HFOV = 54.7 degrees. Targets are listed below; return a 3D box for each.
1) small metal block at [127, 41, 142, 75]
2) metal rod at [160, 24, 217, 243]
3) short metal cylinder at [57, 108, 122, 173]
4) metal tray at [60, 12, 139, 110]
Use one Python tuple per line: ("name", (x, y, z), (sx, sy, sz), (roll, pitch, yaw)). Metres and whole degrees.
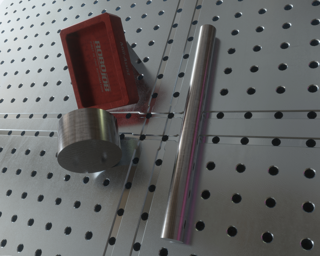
("small metal block", (-0.064, -0.106, 0.489), (0.050, 0.050, 0.025), (-6, 60, 25))
("metal rod", (0.042, -0.013, 0.393), (0.025, 0.025, 0.300), (-2, 61, 27))
("short metal cylinder", (-0.093, 0.018, 0.409), (0.080, 0.080, 0.050), (-24, 53, 13))
("metal tray", (-0.089, -0.091, 0.455), (0.090, 0.030, 0.129), (-11, 95, 25))
